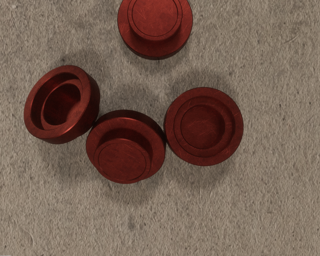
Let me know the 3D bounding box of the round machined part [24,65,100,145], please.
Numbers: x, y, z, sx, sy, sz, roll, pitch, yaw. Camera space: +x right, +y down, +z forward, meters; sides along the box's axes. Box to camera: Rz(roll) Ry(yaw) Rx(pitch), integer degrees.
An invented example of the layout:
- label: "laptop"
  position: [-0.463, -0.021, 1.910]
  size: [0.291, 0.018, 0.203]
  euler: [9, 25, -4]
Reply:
- label: "round machined part"
  position: [-0.116, -0.025, 0.386]
  size: [0.098, 0.042, 0.098]
  euler: [-9, 65, 21]

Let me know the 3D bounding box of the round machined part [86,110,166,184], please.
- label: "round machined part"
  position: [-0.042, 0.030, 0.379]
  size: [0.099, 0.042, 0.097]
  euler: [2, 122, 4]

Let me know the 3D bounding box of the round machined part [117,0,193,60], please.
- label: "round machined part"
  position: [-0.006, -0.141, 0.401]
  size: [0.099, 0.042, 0.097]
  euler: [0, 90, -1]

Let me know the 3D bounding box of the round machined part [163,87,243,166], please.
- label: "round machined part"
  position: [0.053, -0.001, 0.400]
  size: [0.099, 0.042, 0.097]
  euler: [0, 88, -5]
